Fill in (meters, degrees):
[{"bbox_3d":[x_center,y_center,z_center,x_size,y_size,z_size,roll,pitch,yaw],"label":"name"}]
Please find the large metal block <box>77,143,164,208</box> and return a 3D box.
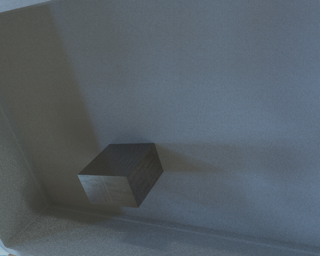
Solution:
[{"bbox_3d":[-0.053,0.064,0.439,0.080,0.080,0.050,-3,117,29],"label":"large metal block"}]
